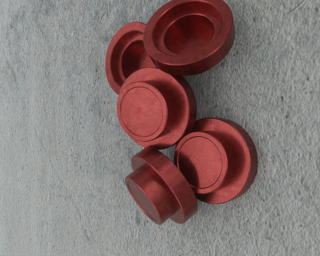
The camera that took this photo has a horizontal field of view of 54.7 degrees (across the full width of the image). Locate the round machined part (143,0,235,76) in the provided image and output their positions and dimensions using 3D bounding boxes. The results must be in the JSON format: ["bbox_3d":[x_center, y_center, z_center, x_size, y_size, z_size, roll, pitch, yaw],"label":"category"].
[{"bbox_3d":[0.034,-0.099,0.347,0.098,0.042,0.098,-8,62,16],"label":"round machined part"}]

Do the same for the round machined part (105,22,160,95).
[{"bbox_3d":[-0.025,-0.087,0.414,0.098,0.042,0.097,0,90,39],"label":"round machined part"}]

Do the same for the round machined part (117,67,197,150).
[{"bbox_3d":[-0.011,-0.021,0.359,0.098,0.042,0.097,7,104,30],"label":"round machined part"}]

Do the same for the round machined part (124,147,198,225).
[{"bbox_3d":[-0.005,0.074,0.365,0.098,0.042,0.097,43,154,27],"label":"round machined part"}]

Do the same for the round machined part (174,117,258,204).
[{"bbox_3d":[0.055,0.037,0.349,0.098,0.042,0.097,0,90,39],"label":"round machined part"}]
